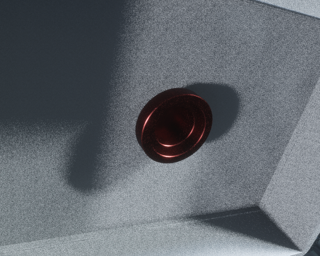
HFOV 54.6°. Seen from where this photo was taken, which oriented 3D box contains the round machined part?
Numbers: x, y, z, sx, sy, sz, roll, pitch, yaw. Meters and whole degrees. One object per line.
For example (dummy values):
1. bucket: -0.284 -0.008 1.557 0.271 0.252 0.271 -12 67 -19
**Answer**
1. round machined part: 0.014 -0.006 0.397 0.099 0.042 0.097 -14 124 -21
